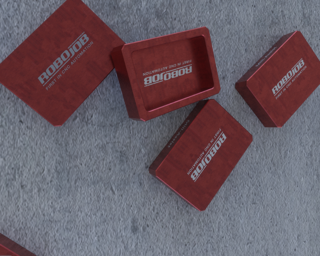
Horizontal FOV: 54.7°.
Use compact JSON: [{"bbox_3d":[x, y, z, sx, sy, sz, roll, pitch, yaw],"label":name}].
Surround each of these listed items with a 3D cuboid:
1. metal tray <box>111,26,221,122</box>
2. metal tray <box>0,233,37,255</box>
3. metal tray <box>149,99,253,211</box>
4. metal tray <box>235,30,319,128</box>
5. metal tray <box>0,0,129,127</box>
[{"bbox_3d":[0.013,-0.070,0.391,0.131,0.030,0.089,-22,106,-30],"label":"metal tray"},{"bbox_3d":[-0.194,0.189,0.334,0.090,0.030,0.130,42,77,-16],"label":"metal tray"},{"bbox_3d":[0.058,0.036,0.428,0.090,0.030,0.130,41,77,-16],"label":"metal tray"},{"bbox_3d":[0.188,-0.074,0.475,0.130,0.030,0.090,-44,104,-15],"label":"metal tray"},{"bbox_3d":[-0.112,-0.077,0.365,0.090,0.030,0.130,43,76,-15],"label":"metal tray"}]
